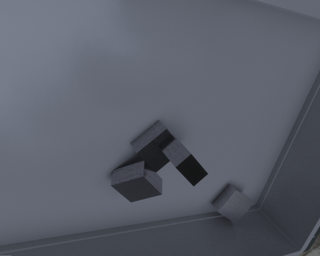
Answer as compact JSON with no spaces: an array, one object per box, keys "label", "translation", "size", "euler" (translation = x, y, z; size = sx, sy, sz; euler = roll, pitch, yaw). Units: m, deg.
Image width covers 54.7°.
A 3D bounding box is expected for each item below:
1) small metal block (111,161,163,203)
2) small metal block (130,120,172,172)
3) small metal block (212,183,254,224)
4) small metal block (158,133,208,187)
[{"label":"small metal block","translation":[-0.031,0.075,0.425],"size":[0.050,0.025,0.050],"euler":[-19,133,21]},{"label":"small metal block","translation":[-0.004,0.026,0.424],"size":[0.050,0.025,0.050],"euler":[-40,130,-2]},{"label":"small metal block","translation":[0.132,0.136,0.559],"size":[0.050,0.025,0.050],"euler":[36,96,-24]},{"label":"small metal block","translation":[0.030,0.041,0.404],"size":[0.025,0.050,0.050],"euler":[-41,130,0]}]
